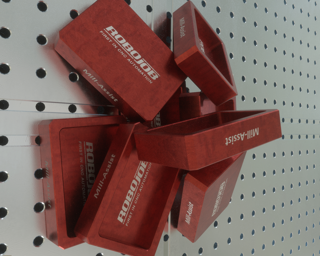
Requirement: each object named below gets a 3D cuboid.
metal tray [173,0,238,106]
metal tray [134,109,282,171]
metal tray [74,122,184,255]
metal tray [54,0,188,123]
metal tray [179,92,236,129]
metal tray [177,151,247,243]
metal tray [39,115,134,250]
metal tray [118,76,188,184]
[{"bbox_3d":[0.057,-0.101,0.408,0.090,0.030,0.130,40,33,-32],"label":"metal tray"},{"bbox_3d":[0.051,0.007,0.324,0.131,0.090,0.030,-14,99,-35],"label":"metal tray"},{"bbox_3d":[-0.026,0.069,0.344,0.090,0.030,0.130,33,70,-35],"label":"metal tray"},{"bbox_3d":[-0.039,-0.077,0.351,0.130,0.030,0.090,44,63,-14],"label":"metal tray"},{"bbox_3d":[0.074,-0.005,0.442,0.131,0.030,0.090,-8,96,-57],"label":"metal tray"},{"bbox_3d":[0.068,0.087,0.418,0.091,0.030,0.129,-36,145,-34],"label":"metal tray"},{"bbox_3d":[-0.078,0.053,0.340,0.091,0.030,0.129,-6,93,-40],"label":"metal tray"},{"bbox_3d":[-0.003,0.000,0.402,0.091,0.030,0.129,-6,92,-41],"label":"metal tray"}]
